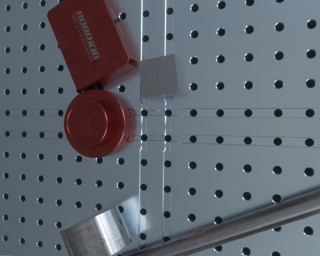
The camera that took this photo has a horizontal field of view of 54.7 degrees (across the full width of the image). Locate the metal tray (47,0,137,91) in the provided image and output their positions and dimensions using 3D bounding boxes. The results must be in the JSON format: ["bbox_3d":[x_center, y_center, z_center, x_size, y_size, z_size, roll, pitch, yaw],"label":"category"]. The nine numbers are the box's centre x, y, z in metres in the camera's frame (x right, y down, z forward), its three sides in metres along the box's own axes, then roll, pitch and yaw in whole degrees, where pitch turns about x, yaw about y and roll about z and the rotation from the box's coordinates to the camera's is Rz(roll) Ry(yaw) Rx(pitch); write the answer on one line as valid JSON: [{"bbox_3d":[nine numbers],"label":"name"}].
[{"bbox_3d":[-0.098,-0.128,0.443,0.090,0.030,0.129,-26,82,17],"label":"metal tray"}]

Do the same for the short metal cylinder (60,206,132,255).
[{"bbox_3d":[-0.085,0.144,0.412,0.080,0.080,0.050,-27,82,18],"label":"short metal cylinder"}]

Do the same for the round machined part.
[{"bbox_3d":[-0.094,-0.006,0.435,0.098,0.042,0.097,0,90,19],"label":"round machined part"}]

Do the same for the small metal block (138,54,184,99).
[{"bbox_3d":[0.002,-0.067,0.411,0.050,0.025,0.050,-7,88,19],"label":"small metal block"}]

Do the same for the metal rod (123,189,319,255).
[{"bbox_3d":[0.070,0.135,0.387,0.300,0.025,0.025,-25,82,17],"label":"metal rod"}]
